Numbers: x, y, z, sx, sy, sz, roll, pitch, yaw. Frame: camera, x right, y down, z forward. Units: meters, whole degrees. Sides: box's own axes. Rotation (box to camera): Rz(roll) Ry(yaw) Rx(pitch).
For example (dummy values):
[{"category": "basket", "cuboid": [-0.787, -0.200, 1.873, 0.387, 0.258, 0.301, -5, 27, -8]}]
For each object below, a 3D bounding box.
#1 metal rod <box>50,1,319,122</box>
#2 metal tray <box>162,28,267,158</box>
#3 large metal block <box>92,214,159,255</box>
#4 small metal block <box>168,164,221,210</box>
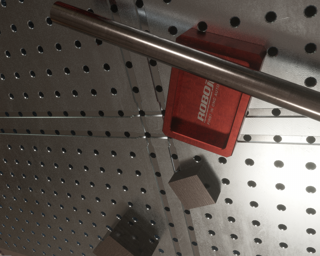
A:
[{"category": "metal rod", "cuboid": [0.018, -0.074, 0.315, 0.301, 0.025, 0.025, 23, 127, 14]}, {"category": "metal tray", "cuboid": [0.056, -0.037, 0.354, 0.090, 0.030, 0.129, 19, 126, 16]}, {"category": "large metal block", "cuboid": [-0.063, 0.216, 0.560, 0.080, 0.050, 0.080, 39, 129, 1]}, {"category": "small metal block", "cuboid": [0.048, 0.084, 0.437, 0.050, 0.025, 0.050, -24, 106, 36]}]
